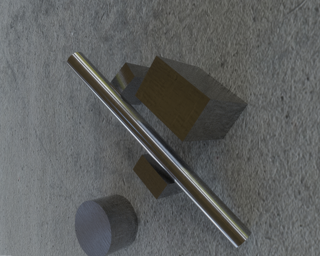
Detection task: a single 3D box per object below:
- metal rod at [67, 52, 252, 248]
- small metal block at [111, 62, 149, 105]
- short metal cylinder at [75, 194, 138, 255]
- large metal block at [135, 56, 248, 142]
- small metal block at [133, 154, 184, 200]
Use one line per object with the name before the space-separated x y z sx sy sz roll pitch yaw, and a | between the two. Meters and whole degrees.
metal rod | -0.011 0.015 0.369 0.300 0.025 0.025 46 118 14
small metal block | -0.036 -0.058 0.416 0.050 0.050 0.025 -46 63 30
short metal cylinder | -0.079 0.141 0.451 0.080 0.050 0.079 0 90 39
large metal block | 0.035 -0.031 0.339 0.080 0.081 0.050 45 117 30
small metal block | 0.003 0.057 0.384 0.050 0.050 0.025 47 118 29
